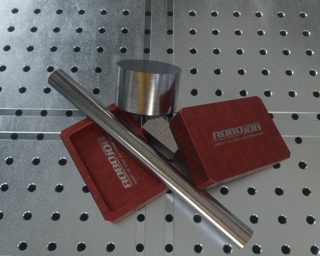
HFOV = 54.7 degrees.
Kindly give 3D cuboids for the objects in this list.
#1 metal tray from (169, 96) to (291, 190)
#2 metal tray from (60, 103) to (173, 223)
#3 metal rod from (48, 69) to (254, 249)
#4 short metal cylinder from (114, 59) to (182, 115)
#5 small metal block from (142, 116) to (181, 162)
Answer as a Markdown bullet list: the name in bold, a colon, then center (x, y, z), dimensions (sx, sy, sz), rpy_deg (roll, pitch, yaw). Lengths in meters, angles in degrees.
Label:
- **metal tray**: center (0.086, 0.013, 0.374), dimensions (0.131, 0.030, 0.090), rpy_deg (-11, 68, -30)
- **metal tray**: center (-0.055, 0.040, 0.389), dimensions (0.090, 0.030, 0.130), rpy_deg (-30, 73, -11)
- **metal rod**: center (-0.021, 0.028, 0.366), dimensions (0.300, 0.025, 0.025), rpy_deg (39, 75, 12)
- **short metal cylinder**: center (-0.016, -0.054, 0.391), dimensions (0.080, 0.080, 0.050), rpy_deg (8, 112, 3)
- **small metal block**: center (0.006, 0.013, 0.389), dimensions (0.050, 0.050, 0.025), rpy_deg (39, 75, 13)
